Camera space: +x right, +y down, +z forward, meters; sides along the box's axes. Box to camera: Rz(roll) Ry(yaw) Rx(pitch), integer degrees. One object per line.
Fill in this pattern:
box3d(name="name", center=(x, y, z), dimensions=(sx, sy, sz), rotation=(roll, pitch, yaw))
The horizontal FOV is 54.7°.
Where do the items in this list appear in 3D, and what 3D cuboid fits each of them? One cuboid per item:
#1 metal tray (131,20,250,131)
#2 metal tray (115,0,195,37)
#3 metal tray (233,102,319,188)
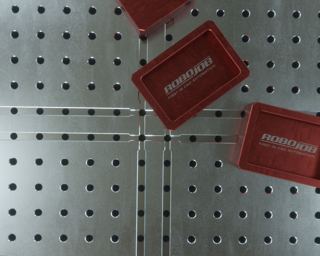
box3d(name="metal tray", center=(0.039, -0.067, 0.411), dimensions=(0.130, 0.030, 0.090), rotation=(-36, 90, -1))
box3d(name="metal tray", center=(-0.024, -0.200, 0.410), dimensions=(0.090, 0.030, 0.130), rotation=(-35, 90, -1))
box3d(name="metal tray", center=(0.173, 0.024, 0.413), dimensions=(0.131, 0.030, 0.089), rotation=(13, 90, -1))
